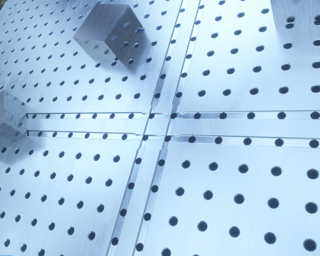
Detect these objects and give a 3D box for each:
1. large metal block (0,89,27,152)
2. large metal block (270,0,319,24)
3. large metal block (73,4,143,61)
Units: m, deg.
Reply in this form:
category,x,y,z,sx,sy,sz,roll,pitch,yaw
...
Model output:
category,x,y,z,sx,sy,sz,roll,pitch,yaw
large metal block,-0.288,-0.008,0.550,0.080,0.050,0.080,-29,52,10
large metal block,0.184,-0.182,0.389,0.080,0.080,0.050,4,64,30
large metal block,-0.091,-0.169,0.546,0.080,0.050,0.080,17,71,35
